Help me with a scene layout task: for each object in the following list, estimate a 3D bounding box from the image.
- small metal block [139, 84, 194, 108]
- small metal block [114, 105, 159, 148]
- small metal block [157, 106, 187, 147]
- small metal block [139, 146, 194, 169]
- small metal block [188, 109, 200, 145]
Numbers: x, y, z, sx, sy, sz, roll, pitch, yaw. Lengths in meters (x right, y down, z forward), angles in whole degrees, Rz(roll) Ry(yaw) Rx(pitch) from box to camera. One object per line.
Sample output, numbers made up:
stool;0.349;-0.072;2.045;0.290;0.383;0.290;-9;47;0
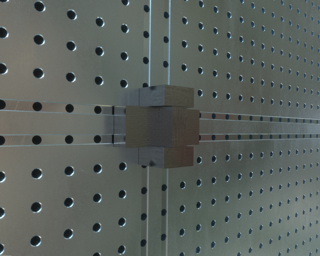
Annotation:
small metal block;0.008;-0.039;0.401;0.050;0.050;0.025;1;90;-40
small metal block;-0.029;-0.002;0.386;0.050;0.025;0.050;1;90;-40
small metal block;0.008;-0.002;0.401;0.025;0.050;0.050;1;90;-40
small metal block;0.008;0.036;0.401;0.050;0.050;0.025;1;90;-40
small metal block;0.029;-0.001;0.435;0.050;0.025;0.050;1;89;-40
